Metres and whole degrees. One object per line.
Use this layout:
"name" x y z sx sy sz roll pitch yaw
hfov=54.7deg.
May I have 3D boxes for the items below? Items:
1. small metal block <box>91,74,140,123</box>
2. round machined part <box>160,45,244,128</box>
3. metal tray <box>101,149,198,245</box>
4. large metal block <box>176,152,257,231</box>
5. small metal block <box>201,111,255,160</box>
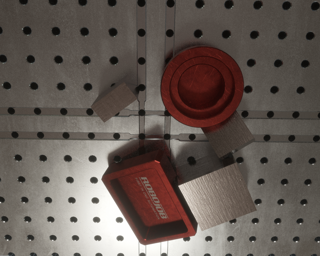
"small metal block" -0.054 -0.038 0.385 0.050 0.050 0.025 -34 107 11
"round machined part" 0.050 -0.053 0.385 0.099 0.042 0.097 0 109 1
"metal tray" -0.012 0.101 0.437 0.090 0.030 0.129 -19 110 20
"large metal block" 0.077 0.084 0.432 0.080 0.050 0.080 -24 109 8
"small metal block" 0.088 0.007 0.404 0.050 0.025 0.050 -32 71 10
